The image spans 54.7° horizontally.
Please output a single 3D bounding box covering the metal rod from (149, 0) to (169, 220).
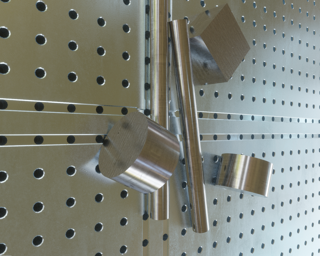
[{"bbox_3d":[-0.001,-0.031,0.408,0.025,0.025,0.298,-1,91,-40],"label":"metal rod"}]

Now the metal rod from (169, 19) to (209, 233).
[{"bbox_3d":[0.042,0.004,0.435,0.025,0.025,0.298,-15,103,-39],"label":"metal rod"}]

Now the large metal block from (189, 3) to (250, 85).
[{"bbox_3d":[0.080,-0.122,0.459,0.080,0.050,0.080,52,60,-28],"label":"large metal block"}]

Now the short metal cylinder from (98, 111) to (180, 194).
[{"bbox_3d":[-0.024,0.028,0.353,0.050,0.080,0.080,34,69,-35],"label":"short metal cylinder"}]

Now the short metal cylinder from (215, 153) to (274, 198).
[{"bbox_3d":[0.131,0.074,0.484,0.080,0.080,0.050,23,75,-38],"label":"short metal cylinder"}]
